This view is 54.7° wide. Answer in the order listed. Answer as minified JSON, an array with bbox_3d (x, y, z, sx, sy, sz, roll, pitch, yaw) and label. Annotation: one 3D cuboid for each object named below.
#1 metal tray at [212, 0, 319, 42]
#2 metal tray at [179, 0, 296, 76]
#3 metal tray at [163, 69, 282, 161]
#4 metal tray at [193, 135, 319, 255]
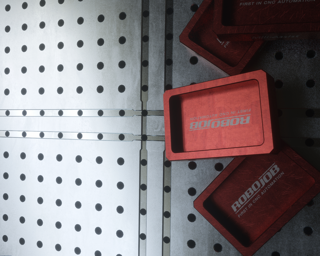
[{"bbox_3d":[0.126,-0.143,0.332,0.130,0.030,0.089,4,91,19],"label":"metal tray"},{"bbox_3d":[0.097,-0.135,0.375,0.090,0.030,0.129,38,102,15],"label":"metal tray"},{"bbox_3d":[0.067,-0.009,0.362,0.130,0.030,0.090,-8,79,33],"label":"metal tray"},{"bbox_3d":[0.115,0.075,0.369,0.090,0.030,0.130,43,103,14],"label":"metal tray"}]
